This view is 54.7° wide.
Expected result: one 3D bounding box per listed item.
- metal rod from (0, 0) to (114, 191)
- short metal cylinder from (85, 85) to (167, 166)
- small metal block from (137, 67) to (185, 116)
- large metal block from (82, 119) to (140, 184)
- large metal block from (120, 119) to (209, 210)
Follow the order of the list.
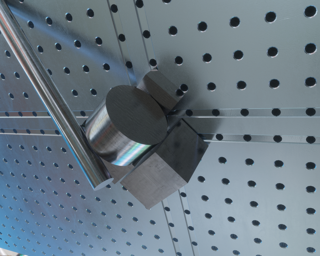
[{"bbox_3d":[-0.145,-0.056,0.383,0.299,0.025,0.025,55,131,16],"label":"metal rod"},{"bbox_3d":[-0.039,-0.003,0.360,0.080,0.080,0.050,45,129,-4],"label":"short metal cylinder"},{"bbox_3d":[-0.005,-0.038,0.390,0.050,0.025,0.050,41,129,-1],"label":"small metal block"},{"bbox_3d":[-0.056,0.013,0.413,0.080,0.080,0.050,44,129,-3],"label":"large metal block"},{"bbox_3d":[0.007,0.046,0.397,0.050,0.080,0.080,44,129,-3],"label":"large metal block"}]
